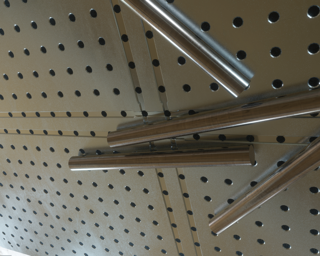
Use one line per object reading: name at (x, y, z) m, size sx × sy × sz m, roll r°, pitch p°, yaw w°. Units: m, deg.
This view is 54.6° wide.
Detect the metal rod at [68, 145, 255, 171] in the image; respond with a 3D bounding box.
metal rod at (-0.017, 0.046, 0.449) m, size 0.300 × 0.025 × 0.025 m, roll -6°, pitch 115°, yaw 31°

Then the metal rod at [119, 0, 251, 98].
metal rod at (-0.024, -0.139, 0.338) m, size 0.300 × 0.025 × 0.025 m, roll 40°, pitch 129°, yaw 0°

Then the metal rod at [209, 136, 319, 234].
metal rod at (0.152, 0.052, 0.363) m, size 0.025 × 0.025 × 0.298 m, roll 39°, pitch 129°, yaw 2°

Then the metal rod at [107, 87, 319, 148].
metal rod at (0.054, -0.007, 0.378) m, size 0.300 × 0.025 × 0.025 m, roll -11°, pitch 113°, yaw 33°
